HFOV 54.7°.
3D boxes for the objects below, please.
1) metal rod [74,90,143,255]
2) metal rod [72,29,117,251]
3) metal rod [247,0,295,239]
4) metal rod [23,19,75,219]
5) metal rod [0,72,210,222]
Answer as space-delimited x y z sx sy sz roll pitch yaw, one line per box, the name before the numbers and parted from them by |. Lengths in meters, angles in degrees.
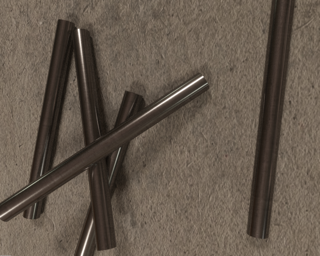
metal rod | -0.081 0.094 0.436 0.025 0.025 0.298 20 97 18
metal rod | -0.091 0.007 0.419 0.025 0.025 0.299 -13 78 19
metal rod | 0.130 -0.022 0.362 0.025 0.025 0.298 6 92 19
metal rod | -0.168 -0.010 0.466 0.025 0.025 0.298 13 94 19
metal rod | -0.070 0.023 0.388 0.301 0.025 0.025 -33 79 -1
